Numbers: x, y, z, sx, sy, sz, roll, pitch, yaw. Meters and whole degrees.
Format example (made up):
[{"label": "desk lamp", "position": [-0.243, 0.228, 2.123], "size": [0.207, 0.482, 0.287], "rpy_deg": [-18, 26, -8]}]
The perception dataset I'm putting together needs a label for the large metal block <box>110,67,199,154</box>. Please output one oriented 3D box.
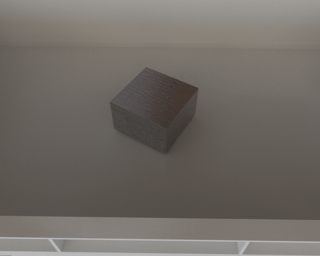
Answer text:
[{"label": "large metal block", "position": [-0.006, -0.025, 0.406], "size": [0.080, 0.050, 0.080], "rpy_deg": [25, 54, 19]}]
